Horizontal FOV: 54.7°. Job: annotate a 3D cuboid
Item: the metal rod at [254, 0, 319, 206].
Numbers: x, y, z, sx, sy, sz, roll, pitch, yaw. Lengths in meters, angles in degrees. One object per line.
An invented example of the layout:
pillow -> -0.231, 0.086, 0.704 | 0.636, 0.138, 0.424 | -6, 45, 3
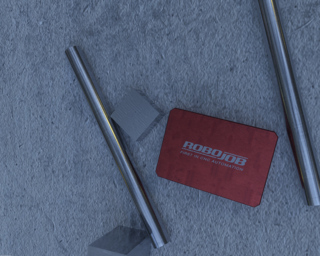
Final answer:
metal rod -> 0.144, -0.062, 0.358 | 0.025, 0.025, 0.298 | -14, 86, 19

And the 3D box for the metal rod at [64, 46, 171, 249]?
metal rod -> -0.062, 0.020, 0.429 | 0.025, 0.025, 0.299 | -29, 81, 17

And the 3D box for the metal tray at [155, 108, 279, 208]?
metal tray -> 0.068, 0.033, 0.382 | 0.130, 0.030, 0.089 | 15, 95, 19

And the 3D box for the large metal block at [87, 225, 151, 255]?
large metal block -> -0.051, 0.181, 0.397 | 0.050, 0.080, 0.079 | 5, 92, 19

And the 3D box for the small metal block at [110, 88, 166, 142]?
small metal block -> -0.030, -0.017, 0.419 | 0.050, 0.025, 0.050 | 45, 103, 14
